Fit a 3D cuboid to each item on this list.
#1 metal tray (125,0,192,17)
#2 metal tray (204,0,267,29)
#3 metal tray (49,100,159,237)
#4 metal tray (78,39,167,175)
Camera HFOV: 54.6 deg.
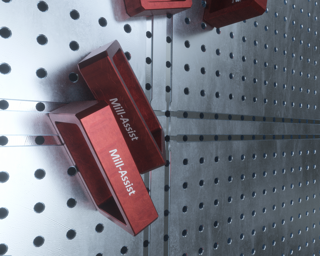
[{"bbox_3d":[-0.011,-0.214,0.394,0.091,0.030,0.129,-21,103,-38],"label":"metal tray"},{"bbox_3d":[0.118,-0.224,0.463,0.030,0.090,0.130,18,79,-39],"label":"metal tray"},{"bbox_3d":[-0.059,0.037,0.315,0.030,0.090,0.129,-32,110,-29],"label":"metal tray"},{"bbox_3d":[-0.035,-0.026,0.339,0.030,0.090,0.130,-24,111,9],"label":"metal tray"}]
